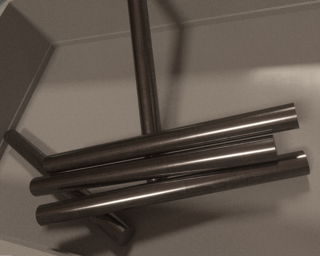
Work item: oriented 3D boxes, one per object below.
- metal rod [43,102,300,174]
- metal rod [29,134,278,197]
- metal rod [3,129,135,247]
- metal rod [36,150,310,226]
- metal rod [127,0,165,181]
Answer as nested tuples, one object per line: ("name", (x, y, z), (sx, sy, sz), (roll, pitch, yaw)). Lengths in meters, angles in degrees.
("metal rod", (-0.008, 0.018, 0.347), (0.300, 0.025, 0.025), (-12, 57, 22))
("metal rod", (-0.026, 0.048, 0.352), (0.301, 0.025, 0.025), (-12, 57, 22))
("metal rod", (-0.146, 0.068, 0.438), (0.300, 0.025, 0.025), (27, 76, 36))
("metal rod", (0.002, 0.069, 0.340), (0.301, 0.025, 0.025), (-14, 56, 12))
("metal rod", (-0.020, -0.083, 0.389), (0.025, 0.025, 0.298), (-10, 82, 23))
